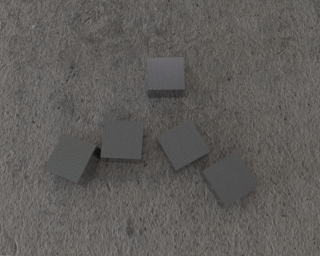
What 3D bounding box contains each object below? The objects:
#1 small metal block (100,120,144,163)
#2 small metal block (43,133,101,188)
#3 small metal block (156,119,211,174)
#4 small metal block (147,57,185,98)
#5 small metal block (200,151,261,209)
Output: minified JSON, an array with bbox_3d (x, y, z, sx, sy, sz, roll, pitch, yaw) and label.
[{"bbox_3d":[-0.047,0.018,0.401,0.050,0.025,0.050,3,70,0],"label":"small metal block"},{"bbox_3d":[-0.107,0.041,0.388,0.050,0.025,0.050,18,71,18],"label":"small metal block"},{"bbox_3d":[0.029,0.024,0.399,0.050,0.025,0.050,-28,73,-10],"label":"small metal block"},{"bbox_3d":[0.008,-0.070,0.434,0.050,0.025,0.050,-1,70,-1],"label":"small metal block"},{"bbox_3d":[0.086,0.065,0.385,0.050,0.025,0.050,-29,73,-10],"label":"small metal block"}]
